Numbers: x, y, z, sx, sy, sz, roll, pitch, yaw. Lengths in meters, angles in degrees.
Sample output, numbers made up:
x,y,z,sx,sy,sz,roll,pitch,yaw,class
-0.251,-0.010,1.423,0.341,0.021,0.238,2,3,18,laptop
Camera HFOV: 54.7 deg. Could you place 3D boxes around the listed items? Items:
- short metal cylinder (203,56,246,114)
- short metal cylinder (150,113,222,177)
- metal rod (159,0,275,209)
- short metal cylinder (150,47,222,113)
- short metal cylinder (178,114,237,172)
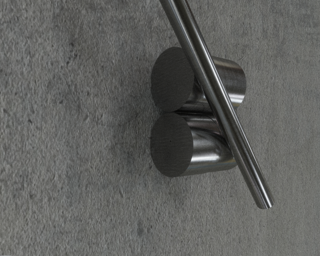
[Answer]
x,y,z,sx,sy,sz,roll,pitch,yaw,class
0.071,-0.059,0.430,0.050,0.080,0.080,1,90,-40,short metal cylinder
0.031,0.021,0.397,0.050,0.080,0.080,1,90,-40,short metal cylinder
0.076,-0.018,0.366,0.025,0.025,0.299,-44,117,-31,metal rod
0.032,-0.059,0.398,0.050,0.080,0.080,1,90,-40,short metal cylinder
0.070,0.021,0.430,0.050,0.080,0.080,1,90,-40,short metal cylinder
